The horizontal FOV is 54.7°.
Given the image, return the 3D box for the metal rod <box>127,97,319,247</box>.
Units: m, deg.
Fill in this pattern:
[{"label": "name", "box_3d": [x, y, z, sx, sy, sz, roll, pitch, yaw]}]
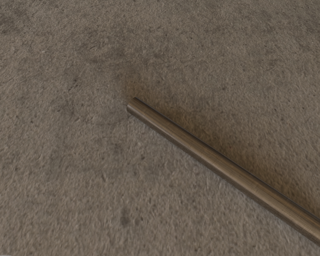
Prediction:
[{"label": "metal rod", "box_3d": [0.075, 0.045, 0.366, 0.300, 0.025, 0.025, 35, 58, 25]}]
